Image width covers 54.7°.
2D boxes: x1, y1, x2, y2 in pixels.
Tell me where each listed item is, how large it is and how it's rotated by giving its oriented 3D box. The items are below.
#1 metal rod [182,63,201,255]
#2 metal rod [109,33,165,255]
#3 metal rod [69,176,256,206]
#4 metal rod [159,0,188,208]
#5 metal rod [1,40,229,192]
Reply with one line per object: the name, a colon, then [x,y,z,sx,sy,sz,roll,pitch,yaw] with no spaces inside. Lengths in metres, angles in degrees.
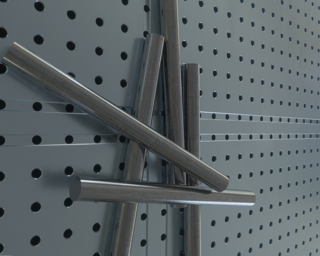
metal rod: [0.046,0.058,0.450,0.025,0.025,0.298,-1,91,-40]
metal rod: [-0.029,0.028,0.386,0.025,0.025,0.298,15,81,-39]
metal rod: [0.030,0.086,0.402,0.302,0.025,0.025,13,82,-39]
metal rod: [0.019,-0.040,0.426,0.025,0.025,0.298,-5,93,-40]
metal rod: [-0.029,0.002,0.357,0.301,0.025,0.025,33,69,-26]
